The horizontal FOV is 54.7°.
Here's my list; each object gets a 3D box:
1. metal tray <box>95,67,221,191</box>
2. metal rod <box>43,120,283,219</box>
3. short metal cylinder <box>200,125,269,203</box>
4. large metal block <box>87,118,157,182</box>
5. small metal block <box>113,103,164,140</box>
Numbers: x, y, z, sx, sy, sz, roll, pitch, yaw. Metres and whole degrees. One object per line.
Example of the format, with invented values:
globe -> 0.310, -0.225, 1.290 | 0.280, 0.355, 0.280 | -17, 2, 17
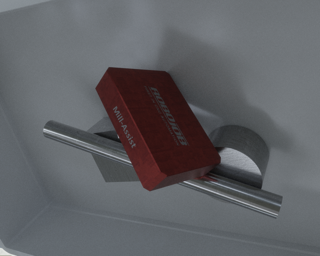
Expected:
metal tray -> -0.002, -0.005, 0.329 | 0.030, 0.091, 0.130 | -47, 61, 38
metal rod -> -0.012, 0.043, 0.372 | 0.301, 0.025, 0.025 | 17, 125, 18
short metal cylinder -> 0.085, 0.044, 0.372 | 0.080, 0.050, 0.079 | 13, 124, 20
large metal block -> -0.048, 0.027, 0.432 | 0.080, 0.050, 0.080 | -8, 115, 31
small metal block -> -0.027, -0.016, 0.366 | 0.050, 0.025, 0.050 | -15, 77, 5
